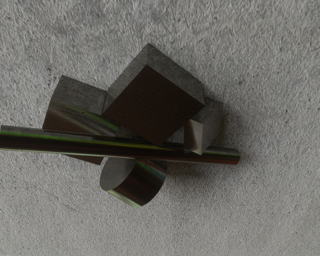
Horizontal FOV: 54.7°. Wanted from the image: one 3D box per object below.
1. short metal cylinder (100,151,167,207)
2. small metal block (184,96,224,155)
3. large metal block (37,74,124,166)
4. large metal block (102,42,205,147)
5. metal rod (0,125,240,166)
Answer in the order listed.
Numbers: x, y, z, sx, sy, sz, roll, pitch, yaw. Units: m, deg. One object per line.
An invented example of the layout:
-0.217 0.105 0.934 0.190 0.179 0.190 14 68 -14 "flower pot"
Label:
-0.037 0.060 0.423 0.080 0.080 0.050 -36 122 26 "short metal cylinder"
0.054 -0.003 0.387 0.025 0.050 0.050 24 137 27 "small metal block"
-0.097 -0.008 0.384 0.080 0.050 0.079 19 127 -16 "large metal block"
-0.007 -0.036 0.358 0.080 0.050 0.080 32 123 -25 "large metal block"
-0.026 0.025 0.376 0.302 0.025 0.025 7 132 -28 "metal rod"
